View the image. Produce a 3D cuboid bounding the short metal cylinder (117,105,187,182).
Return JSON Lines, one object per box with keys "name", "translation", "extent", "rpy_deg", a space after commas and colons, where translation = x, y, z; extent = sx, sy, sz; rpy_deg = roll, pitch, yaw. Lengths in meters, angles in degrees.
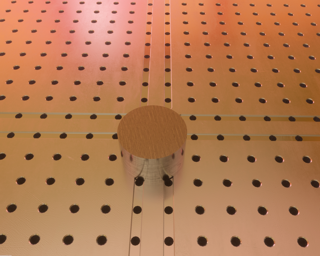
{"name": "short metal cylinder", "translation": [-0.009, 0.018, 0.376], "extent": [0.081, 0.050, 0.080], "rpy_deg": [0, 50, 0]}
